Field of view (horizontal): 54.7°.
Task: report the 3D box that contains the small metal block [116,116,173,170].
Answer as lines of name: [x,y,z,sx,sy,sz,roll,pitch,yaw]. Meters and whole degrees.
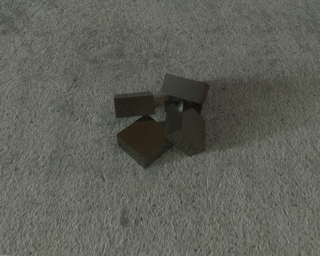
small metal block: [-0.018,0.016,0.391,0.050,0.025,0.050,37,59,27]

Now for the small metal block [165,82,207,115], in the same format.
small metal block: [0.037,-0.044,0.442,0.050,0.025,0.050,11,51,8]

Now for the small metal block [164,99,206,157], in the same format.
small metal block: [0.032,0.000,0.386,0.025,0.050,0.050,-24,41,31]

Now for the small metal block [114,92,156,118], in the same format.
small metal block: [-0.034,-0.032,0.415,0.050,0.025,0.050,-6,13,-6]

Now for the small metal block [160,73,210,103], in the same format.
small metal block: [0.034,-0.050,0.397,0.050,0.025,0.050,17,9,13]

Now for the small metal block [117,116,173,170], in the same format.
small metal block: [-0.018,0.016,0.391,0.050,0.025,0.050,38,59,27]
